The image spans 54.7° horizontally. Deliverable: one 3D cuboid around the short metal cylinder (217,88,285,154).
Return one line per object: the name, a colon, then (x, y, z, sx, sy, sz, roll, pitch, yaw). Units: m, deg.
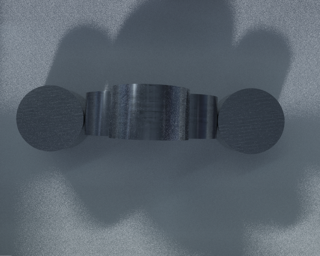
short metal cylinder: (0.110, -0.008, 0.398, 0.081, 0.050, 0.080, 0, 90, 0)

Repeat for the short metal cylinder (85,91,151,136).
short metal cylinder: (-0.051, -0.016, 0.381, 0.081, 0.080, 0.050, 2, 90, 0)

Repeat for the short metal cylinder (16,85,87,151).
short metal cylinder: (-0.132, -0.012, 0.396, 0.081, 0.050, 0.080, 0, 90, 0)

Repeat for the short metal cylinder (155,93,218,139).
short metal cylinder: (0.030, -0.013, 0.382, 0.081, 0.080, 0.050, 2, 90, 0)

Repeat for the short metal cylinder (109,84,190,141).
short metal cylinder: (-0.010, -0.014, 0.313, 0.081, 0.080, 0.050, 2, 90, 0)
